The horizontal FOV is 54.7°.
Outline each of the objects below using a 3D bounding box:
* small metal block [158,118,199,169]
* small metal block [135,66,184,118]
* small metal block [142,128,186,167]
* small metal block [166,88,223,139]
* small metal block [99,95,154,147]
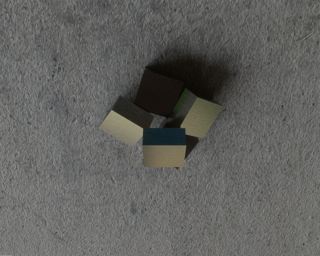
[{"bbox_3d":[0.016,0.019,0.419,0.050,0.025,0.050,31,107,-11],"label":"small metal block"},{"bbox_3d":[-0.002,-0.045,0.395,0.050,0.025,0.050,16,109,-7],"label":"small metal block"},{"bbox_3d":[0.005,0.025,0.382,0.050,0.025,0.050,0,143,-1],"label":"small metal block"},{"bbox_3d":[0.044,-0.018,0.393,0.050,0.025,0.050,14,114,-41],"label":"small metal block"},{"bbox_3d":[-0.043,-0.007,0.395,0.050,0.025,0.050,31,143,-12],"label":"small metal block"}]
